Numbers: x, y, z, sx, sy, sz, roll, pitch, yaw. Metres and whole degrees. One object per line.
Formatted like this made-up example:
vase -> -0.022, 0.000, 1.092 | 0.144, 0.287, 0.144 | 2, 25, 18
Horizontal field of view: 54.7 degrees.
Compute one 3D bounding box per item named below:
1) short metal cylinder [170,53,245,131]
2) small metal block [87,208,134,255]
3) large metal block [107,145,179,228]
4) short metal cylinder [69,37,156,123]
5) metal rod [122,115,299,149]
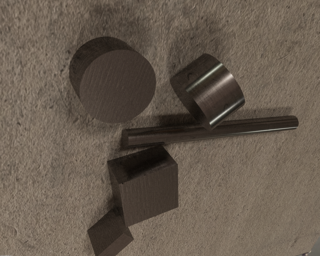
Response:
short metal cylinder -> 0.057, -0.043, 0.377 | 0.050, 0.080, 0.080 | -38, 130, -3
small metal block -> -0.072, 0.155, 0.448 | 0.050, 0.050, 0.025 | -42, 130, 0
large metal block -> -0.022, 0.079, 0.429 | 0.081, 0.050, 0.079 | -16, 125, -20
short metal cylinder -> -0.051, -0.052, 0.332 | 0.081, 0.050, 0.079 | -14, 125, -21
metal rod -> 0.091, 0.002, 0.459 | 0.303, 0.025, 0.025 | -5, 121, -27
